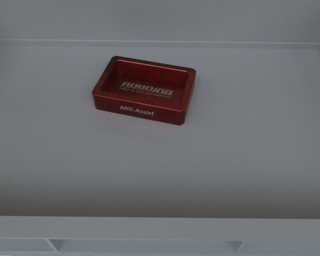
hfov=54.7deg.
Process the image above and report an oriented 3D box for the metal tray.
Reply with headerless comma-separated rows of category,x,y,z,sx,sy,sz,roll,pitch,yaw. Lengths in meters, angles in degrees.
metal tray,-0.020,-0.057,0.449,0.131,0.030,0.090,11,51,9
